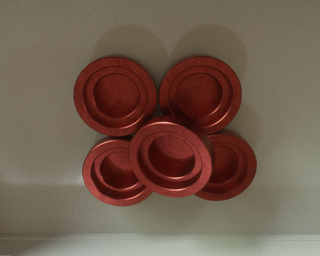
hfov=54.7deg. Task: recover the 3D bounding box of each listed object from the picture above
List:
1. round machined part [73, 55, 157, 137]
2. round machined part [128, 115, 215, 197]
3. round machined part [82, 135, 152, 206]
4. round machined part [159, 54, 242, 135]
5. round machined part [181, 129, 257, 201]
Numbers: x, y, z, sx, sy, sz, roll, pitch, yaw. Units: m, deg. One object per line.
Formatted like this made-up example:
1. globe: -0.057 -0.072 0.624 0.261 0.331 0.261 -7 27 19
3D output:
1. round machined part: -0.053 -0.042 0.384 0.099 0.042 0.097 0 110 -1
2. round machined part: 0.016 0.030 0.366 0.098 0.042 0.097 8 116 16
3. round machined part: -0.051 0.053 0.419 0.099 0.042 0.097 0 110 -1
4. round machined part: 0.048 -0.043 0.385 0.099 0.042 0.097 0 110 -1
5. round machined part: 0.076 0.046 0.418 0.099 0.042 0.097 0 110 -1
